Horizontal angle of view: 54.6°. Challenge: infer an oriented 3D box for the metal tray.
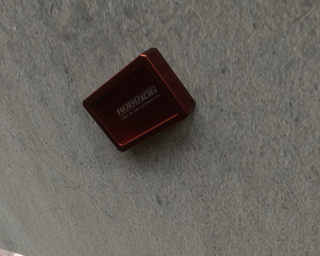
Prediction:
[{"bbox_3d":[-0.031,-0.031,0.401,0.130,0.030,0.090,-29,103,37],"label":"metal tray"}]
